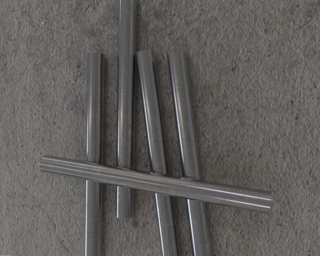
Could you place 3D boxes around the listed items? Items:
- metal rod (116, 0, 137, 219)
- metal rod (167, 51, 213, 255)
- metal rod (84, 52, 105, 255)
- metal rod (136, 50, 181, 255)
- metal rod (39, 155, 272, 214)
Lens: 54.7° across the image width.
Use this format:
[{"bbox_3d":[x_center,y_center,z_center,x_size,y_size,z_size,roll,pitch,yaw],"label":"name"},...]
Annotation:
[{"bbox_3d":[-0.046,-0.028,0.425,0.025,0.025,0.298,1,90,20],"label":"metal rod"},{"bbox_3d":[0.040,0.052,0.394,0.025,0.025,0.298,-8,87,20],"label":"metal rod"},{"bbox_3d":[-0.093,0.044,0.441,0.025,0.025,0.298,1,90,20],"label":"metal rod"},{"bbox_3d":[-0.001,0.047,0.409,0.025,0.025,0.298,-8,87,20],"label":"metal rod"},{"bbox_3d":[-0.020,0.066,0.388,0.301,0.025,0.025,6,92,19],"label":"metal rod"}]
